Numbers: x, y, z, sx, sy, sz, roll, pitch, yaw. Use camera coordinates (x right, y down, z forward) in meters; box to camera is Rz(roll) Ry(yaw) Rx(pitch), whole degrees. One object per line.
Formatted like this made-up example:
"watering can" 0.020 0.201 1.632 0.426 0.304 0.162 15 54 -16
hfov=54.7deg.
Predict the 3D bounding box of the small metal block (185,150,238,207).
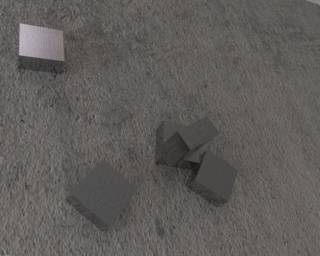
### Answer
"small metal block" 0.068 0.065 0.400 0.050 0.025 0.050 34 51 -6

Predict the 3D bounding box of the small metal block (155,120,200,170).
"small metal block" 0.022 0.023 0.402 0.050 0.025 0.050 14 56 -20

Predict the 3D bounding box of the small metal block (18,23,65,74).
"small metal block" -0.148 -0.098 0.384 0.050 0.025 0.050 3 61 -27

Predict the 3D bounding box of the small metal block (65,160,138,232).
"small metal block" -0.061 0.071 0.327 0.050 0.025 0.050 42 51 0

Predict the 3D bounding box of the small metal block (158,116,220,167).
"small metal block" 0.033 0.016 0.364 0.050 0.050 0.025 -25 76 -36
